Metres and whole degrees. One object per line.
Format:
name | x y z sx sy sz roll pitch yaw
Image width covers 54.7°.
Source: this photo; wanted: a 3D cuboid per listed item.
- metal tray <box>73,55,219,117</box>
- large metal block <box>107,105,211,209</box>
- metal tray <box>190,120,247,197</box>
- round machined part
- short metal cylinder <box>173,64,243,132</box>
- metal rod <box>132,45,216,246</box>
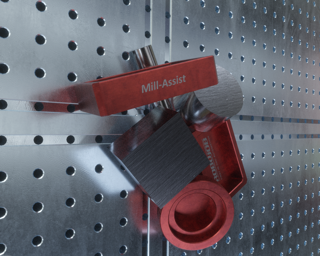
metal tray | -0.016 -0.047 0.330 0.131 0.090 0.030 -18 104 -24
large metal block | -0.001 0.032 0.364 0.080 0.050 0.080 -40 117 -13
metal tray | 0.082 0.048 0.470 0.091 0.030 0.129 -32 110 -36
round machined part | 0.044 0.108 0.413 0.099 0.042 0.097 -3 104 -10
short metal cylinder | 0.066 -0.041 0.424 0.081 0.050 0.080 12 62 -23
metal rod | 0.026 0.035 0.426 0.025 0.025 0.298 -32 110 -36
